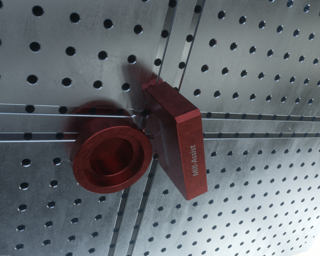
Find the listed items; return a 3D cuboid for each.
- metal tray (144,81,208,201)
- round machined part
[{"bbox_3d":[0.020,0.017,0.392,0.030,0.090,0.129,-22,127,-16],"label":"metal tray"},{"bbox_3d":[-0.062,0.031,0.386,0.099,0.042,0.097,-14,125,-21],"label":"round machined part"}]
